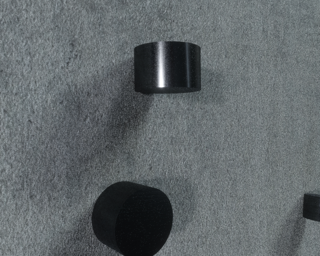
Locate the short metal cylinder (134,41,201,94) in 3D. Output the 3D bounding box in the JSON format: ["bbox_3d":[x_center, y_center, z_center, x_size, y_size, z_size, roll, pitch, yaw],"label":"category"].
[{"bbox_3d":[0.009,-0.070,0.376,0.081,0.080,0.050,-2,91,-40],"label":"short metal cylinder"}]

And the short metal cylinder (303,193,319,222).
[{"bbox_3d":[0.352,0.172,0.664,0.081,0.080,0.050,10,84,-40],"label":"short metal cylinder"}]

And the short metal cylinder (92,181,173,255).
[{"bbox_3d":[-0.031,0.106,0.362,0.081,0.050,0.080,0,90,-40],"label":"short metal cylinder"}]
